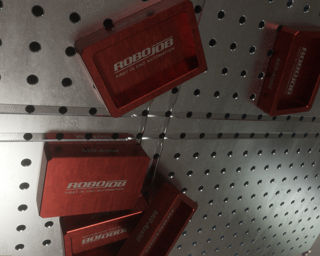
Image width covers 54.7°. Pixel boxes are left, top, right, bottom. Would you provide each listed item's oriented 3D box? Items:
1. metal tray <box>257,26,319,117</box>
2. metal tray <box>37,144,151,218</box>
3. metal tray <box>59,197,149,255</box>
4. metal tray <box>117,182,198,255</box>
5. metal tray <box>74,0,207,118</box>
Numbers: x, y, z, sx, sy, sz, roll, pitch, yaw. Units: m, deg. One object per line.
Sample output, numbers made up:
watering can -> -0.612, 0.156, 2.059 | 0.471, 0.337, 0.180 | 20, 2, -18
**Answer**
metal tray -> 0.208, -0.085, 0.471 | 0.091, 0.030, 0.129 | -8, 122, -25
metal tray -> -0.086, 0.067, 0.404 | 0.131, 0.030, 0.089 | 2, 117, -30
metal tray -> -0.078, 0.160, 0.465 | 0.131, 0.030, 0.089 | -9, 123, -24
metal tray -> 0.000, 0.155, 0.467 | 0.130, 0.030, 0.090 | -56, 146, -10
metal tray -> -0.016, -0.080, 0.350 | 0.131, 0.030, 0.090 | -29, 129, -10
